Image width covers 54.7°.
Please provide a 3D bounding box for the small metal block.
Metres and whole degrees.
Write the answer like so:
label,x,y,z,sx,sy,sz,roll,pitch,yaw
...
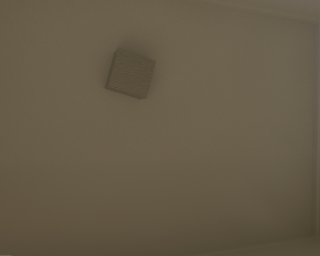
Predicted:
label,x,y,z,sx,sy,sz,roll,pitch,yaw
small metal block,-0.038,-0.068,0.397,0.050,0.025,0.050,16,85,-20
